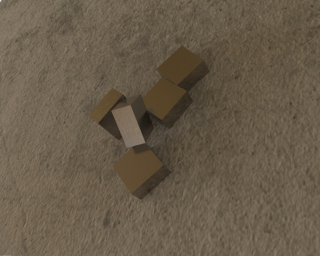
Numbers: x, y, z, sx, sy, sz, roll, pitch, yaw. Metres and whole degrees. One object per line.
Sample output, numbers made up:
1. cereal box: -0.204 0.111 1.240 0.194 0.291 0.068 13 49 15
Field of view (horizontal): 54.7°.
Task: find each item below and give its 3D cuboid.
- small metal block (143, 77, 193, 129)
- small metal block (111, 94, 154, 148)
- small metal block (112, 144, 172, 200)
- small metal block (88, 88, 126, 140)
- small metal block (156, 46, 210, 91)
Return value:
1. small metal block: 0.008 -0.034 0.420 0.050 0.025 0.050 -49 52 -7
2. small metal block: -0.033 -0.010 0.391 0.025 0.050 0.050 -15 17 16
3. small metal block: -0.023 0.051 0.383 0.050 0.025 0.050 -42 51 -1
4. small metal block: -0.062 -0.019 0.430 0.025 0.050 0.050 32 80 39
5. small metal block: 0.032 -0.081 0.436 0.050 0.025 0.050 -43 51 -2
